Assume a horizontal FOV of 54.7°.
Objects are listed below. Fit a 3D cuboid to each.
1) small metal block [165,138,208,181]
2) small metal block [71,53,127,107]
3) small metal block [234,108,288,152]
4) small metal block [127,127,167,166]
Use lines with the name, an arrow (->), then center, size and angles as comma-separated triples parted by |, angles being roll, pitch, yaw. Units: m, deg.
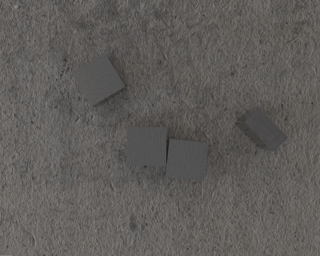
small metal block -> 0.035, 0.041, 0.410 | 0.050, 0.025, 0.050 | 6, 90, 0
small metal block -> -0.079, -0.062, 0.409 | 0.050, 0.025, 0.050 | -31, 90, 0
small metal block -> 0.128, 0.002, 0.398 | 0.025, 0.050, 0.050 | -44, 90, 0
small metal block -> -0.017, 0.023, 0.410 | 0.050, 0.025, 0.050 | 1, 90, 0
